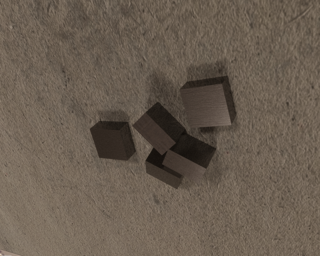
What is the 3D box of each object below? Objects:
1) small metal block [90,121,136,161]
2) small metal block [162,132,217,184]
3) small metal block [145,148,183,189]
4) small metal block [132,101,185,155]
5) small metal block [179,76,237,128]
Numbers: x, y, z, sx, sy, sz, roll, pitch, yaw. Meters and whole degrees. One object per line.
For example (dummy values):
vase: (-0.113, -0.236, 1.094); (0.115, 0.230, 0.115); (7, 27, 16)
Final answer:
small metal block: (-0.068, 0.018, 0.452); (0.050, 0.025, 0.050); (2, 120, 26)
small metal block: (0.038, 0.036, 0.391); (0.050, 0.050, 0.025); (27, 123, 10)
small metal block: (0.009, 0.054, 0.422); (0.050, 0.025, 0.050); (26, 156, 11)
small metal block: (0.000, -0.001, 0.386); (0.050, 0.050, 0.025); (45, 116, -2)
small metal block: (0.056, -0.029, 0.358); (0.050, 0.025, 0.050); (-4, 116, 30)
